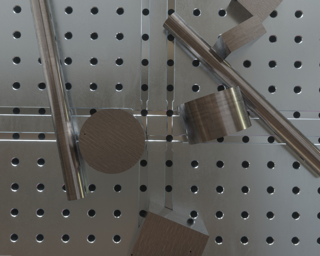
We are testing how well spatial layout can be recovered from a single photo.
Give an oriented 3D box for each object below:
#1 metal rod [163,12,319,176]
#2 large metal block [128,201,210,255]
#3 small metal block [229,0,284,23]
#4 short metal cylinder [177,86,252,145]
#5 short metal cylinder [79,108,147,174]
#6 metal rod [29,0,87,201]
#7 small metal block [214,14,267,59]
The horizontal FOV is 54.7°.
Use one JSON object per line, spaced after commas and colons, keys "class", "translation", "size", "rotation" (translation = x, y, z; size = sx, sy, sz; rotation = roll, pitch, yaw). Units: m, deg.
{"class": "metal rod", "translation": [0.121, -0.041, 0.414], "size": [0.300, 0.025, 0.025], "rotation": [44, 90, 0]}
{"class": "large metal block", "translation": [0.008, 0.153, 0.401], "size": [0.080, 0.050, 0.080], "rotation": [23, 90, 0]}
{"class": "small metal block", "translation": [0.131, -0.171, 0.414], "size": [0.050, 0.025, 0.050], "rotation": [43, 90, 0]}
{"class": "short metal cylinder", "translation": [0.067, -0.015, 0.386], "size": [0.080, 0.080, 0.050], "rotation": [-18, 90, 0]}
{"class": "short metal cylinder", "translation": [-0.058, 0.016, 0.400], "size": [0.081, 0.050, 0.080], "rotation": [0, 90, 0]}
{"class": "metal rod", "translation": [-0.138, -0.054, 0.412], "size": [0.025, 0.025, 0.298], "rotation": [-11, 90, 0]}
{"class": "small metal block", "translation": [0.102, -0.115, 0.401], "size": [0.050, 0.050, 0.025], "rotation": [-30, 90, 0]}
